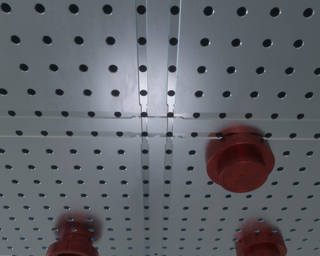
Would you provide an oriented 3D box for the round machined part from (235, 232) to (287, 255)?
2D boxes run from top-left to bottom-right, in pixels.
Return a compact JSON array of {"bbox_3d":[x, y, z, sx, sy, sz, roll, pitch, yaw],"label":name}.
[{"bbox_3d":[0.203,0.253,0.617,0.099,0.042,0.097,0,130,0],"label":"round machined part"}]

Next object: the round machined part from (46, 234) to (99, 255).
[{"bbox_3d":[-0.169,0.244,0.606,0.099,0.042,0.097,0,130,0],"label":"round machined part"}]

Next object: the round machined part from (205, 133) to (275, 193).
[{"bbox_3d":[0.117,0.057,0.450,0.099,0.042,0.097,0,130,0],"label":"round machined part"}]
